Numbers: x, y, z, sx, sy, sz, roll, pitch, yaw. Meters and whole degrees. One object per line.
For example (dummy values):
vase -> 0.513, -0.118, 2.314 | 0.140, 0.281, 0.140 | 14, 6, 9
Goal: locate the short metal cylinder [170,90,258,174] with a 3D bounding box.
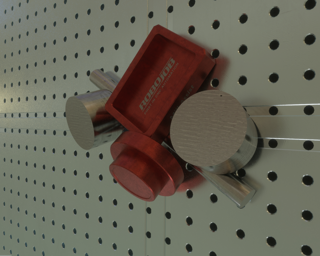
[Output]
short metal cylinder -> 0.058, 0.006, 0.330 | 0.080, 0.050, 0.080 | -9, 69, 26

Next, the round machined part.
round machined part -> -0.023, 0.053, 0.382 | 0.098, 0.042, 0.098 | 27, 148, 19

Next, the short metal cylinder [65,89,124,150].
short metal cylinder -> -0.097, -0.013, 0.458 | 0.080, 0.050, 0.079 | 24, 124, 42

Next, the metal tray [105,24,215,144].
metal tray -> -0.004, -0.054, 0.390 | 0.090, 0.030, 0.130 | 39, 100, 33

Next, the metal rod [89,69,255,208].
metal rod -> -0.004, -0.003, 0.413 | 0.300, 0.025, 0.025 | 39, 114, 33
